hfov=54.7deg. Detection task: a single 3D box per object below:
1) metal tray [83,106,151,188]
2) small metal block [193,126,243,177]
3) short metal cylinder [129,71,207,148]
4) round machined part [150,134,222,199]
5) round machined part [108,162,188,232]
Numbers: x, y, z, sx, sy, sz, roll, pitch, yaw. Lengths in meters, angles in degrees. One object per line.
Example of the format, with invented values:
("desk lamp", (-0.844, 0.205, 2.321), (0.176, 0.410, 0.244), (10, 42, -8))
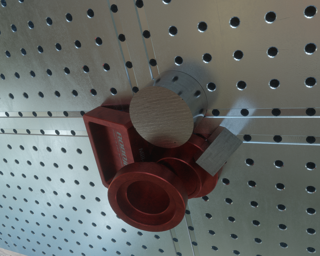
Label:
("metal tray", (-0.057, 0.039, 0.445), (0.090, 0.030, 0.129), (14, 125, 38))
("small metal block", (0.066, 0.025, 0.362), (0.025, 0.050, 0.050), (40, 94, 1))
("short metal cylinder", (0.011, -0.023, 0.374), (0.080, 0.050, 0.079), (13, 124, 20))
("round machined part", (0.029, 0.057, 0.417), (0.098, 0.042, 0.097), (13, 124, 20))
("round machined part", (-0.013, 0.082, 0.395), (0.098, 0.042, 0.097), (7, 121, 12))
